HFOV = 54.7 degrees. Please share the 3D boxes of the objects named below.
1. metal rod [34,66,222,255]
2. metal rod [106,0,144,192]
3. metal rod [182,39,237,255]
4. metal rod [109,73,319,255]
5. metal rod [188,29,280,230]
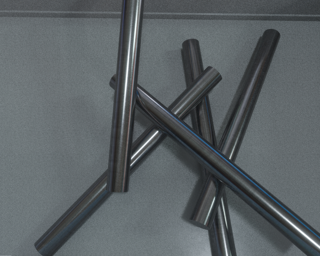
[{"bbox_3d":[-0.032,0.035,0.381,0.025,0.025,0.300,42,81,13],"label":"metal rod"},{"bbox_3d":[-0.036,-0.078,0.356,0.025,0.025,0.298,5,88,1],"label":"metal rod"},{"bbox_3d":[0.061,0.016,0.403,0.025,0.025,0.299,-6,70,-2],"label":"metal rod"},{"bbox_3d":[0.054,0.032,0.344,0.300,0.025,0.025,41,75,18],"label":"metal rod"},{"bbox_3d":[0.104,-0.016,0.398,0.025,0.025,0.300,23,65,8],"label":"metal rod"}]
